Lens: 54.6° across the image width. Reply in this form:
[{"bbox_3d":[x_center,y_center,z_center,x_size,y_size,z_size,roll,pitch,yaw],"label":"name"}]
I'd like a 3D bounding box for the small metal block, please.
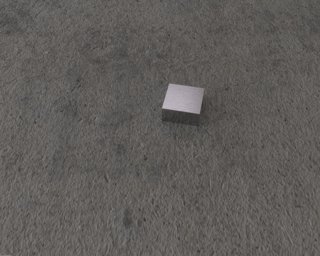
[{"bbox_3d":[0.033,-0.033,0.431,0.050,0.025,0.050,9,51,8],"label":"small metal block"}]
